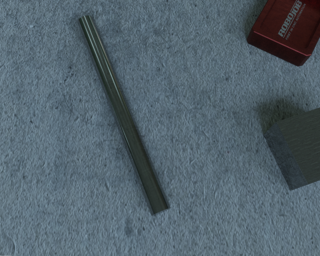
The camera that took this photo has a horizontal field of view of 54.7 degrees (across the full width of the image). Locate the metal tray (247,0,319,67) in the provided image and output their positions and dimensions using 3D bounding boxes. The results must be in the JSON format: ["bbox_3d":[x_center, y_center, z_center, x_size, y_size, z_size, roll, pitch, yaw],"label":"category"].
[{"bbox_3d":[0.201,-0.166,0.468,0.090,0.030,0.130,29,72,9],"label":"metal tray"}]

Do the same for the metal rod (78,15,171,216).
[{"bbox_3d":[-0.055,-0.030,0.418,0.025,0.025,0.299,-21,72,-8],"label":"metal rod"}]

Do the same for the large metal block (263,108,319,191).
[{"bbox_3d":[0.191,0.024,0.388,0.081,0.050,0.080,-18,71,-7],"label":"large metal block"}]
